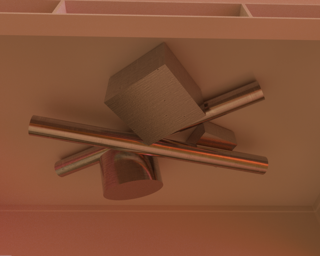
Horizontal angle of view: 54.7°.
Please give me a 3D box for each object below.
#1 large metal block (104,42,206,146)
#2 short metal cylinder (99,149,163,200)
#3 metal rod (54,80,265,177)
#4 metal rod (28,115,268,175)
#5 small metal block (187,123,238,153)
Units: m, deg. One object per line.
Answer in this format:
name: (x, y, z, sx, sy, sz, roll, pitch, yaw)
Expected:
large metal block: (-0.004, -0.037, 0.359, 0.080, 0.050, 0.080, -29, 125, 22)
short metal cylinder: (-0.040, 0.062, 0.425, 0.081, 0.050, 0.080, -10, 153, -5)
metal rod: (-0.013, 0.008, 0.413, 0.300, 0.025, 0.025, -22, 127, 17)
metal rod: (-0.007, 0.024, 0.394, 0.302, 0.025, 0.025, 10, 129, -9)
small metal block: (0.069, 0.023, 0.425, 0.050, 0.025, 0.050, 21, 127, -17)
